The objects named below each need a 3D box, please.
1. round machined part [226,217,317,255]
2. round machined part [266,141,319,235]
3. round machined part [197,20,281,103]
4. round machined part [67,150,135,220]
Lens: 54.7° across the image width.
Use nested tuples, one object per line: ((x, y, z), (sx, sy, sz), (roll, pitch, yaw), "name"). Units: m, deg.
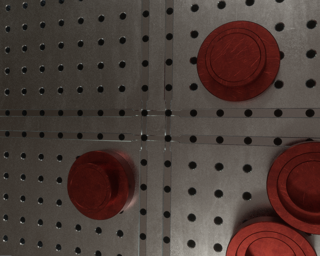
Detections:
((0.128, 0.151, 0.358), (0.098, 0.042, 0.097), (0, 90, 19), "round machined part")
((0.170, 0.063, 0.344), (0.098, 0.042, 0.097), (0, 90, 19), "round machined part")
((0.092, -0.080, 0.371), (0.098, 0.042, 0.097), (0, 90, 19), "round machined part")
((-0.089, 0.081, 0.434), (0.098, 0.042, 0.097), (0, 90, 19), "round machined part")
